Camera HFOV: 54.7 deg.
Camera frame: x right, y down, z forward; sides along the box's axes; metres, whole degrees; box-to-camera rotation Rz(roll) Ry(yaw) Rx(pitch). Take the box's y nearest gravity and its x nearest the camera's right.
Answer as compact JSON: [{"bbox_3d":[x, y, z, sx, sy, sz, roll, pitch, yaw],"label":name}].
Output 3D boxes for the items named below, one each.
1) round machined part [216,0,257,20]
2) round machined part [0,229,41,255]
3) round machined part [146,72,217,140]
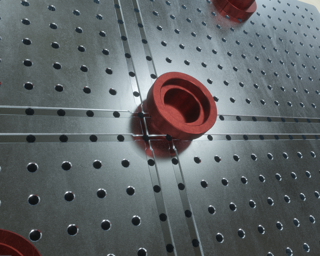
[{"bbox_3d":[0.169,-0.285,0.665,0.099,0.042,0.098,14,56,-21],"label":"round machined part"},{"bbox_3d":[-0.141,0.132,0.241,0.099,0.042,0.098,14,56,-21],"label":"round machined part"},{"bbox_3d":[0.026,-0.026,0.429,0.099,0.042,0.098,14,56,-21],"label":"round machined part"}]
